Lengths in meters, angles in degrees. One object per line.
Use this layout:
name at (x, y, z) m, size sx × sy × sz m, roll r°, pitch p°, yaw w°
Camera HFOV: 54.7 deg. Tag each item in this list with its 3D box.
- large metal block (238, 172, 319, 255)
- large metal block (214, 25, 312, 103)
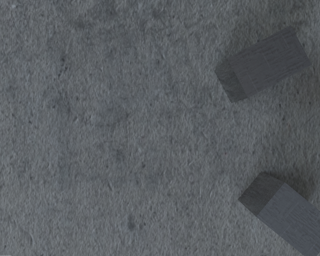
large metal block at (0.154, 0.105, 0.385) m, size 0.080 × 0.080 × 0.050 m, roll 39°, pitch 90°, yaw -1°
large metal block at (0.122, -0.074, 0.384) m, size 0.080 × 0.080 × 0.050 m, roll -28°, pitch 90°, yaw 0°
